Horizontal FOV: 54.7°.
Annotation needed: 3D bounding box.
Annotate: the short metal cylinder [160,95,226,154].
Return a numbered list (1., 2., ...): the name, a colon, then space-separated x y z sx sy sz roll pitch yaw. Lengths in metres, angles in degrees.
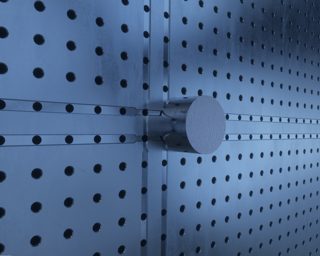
1. short metal cylinder: 0.047 -0.004 0.435 0.081 0.050 0.079 0 90 -40
